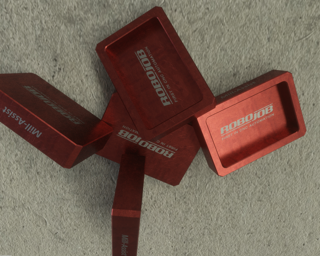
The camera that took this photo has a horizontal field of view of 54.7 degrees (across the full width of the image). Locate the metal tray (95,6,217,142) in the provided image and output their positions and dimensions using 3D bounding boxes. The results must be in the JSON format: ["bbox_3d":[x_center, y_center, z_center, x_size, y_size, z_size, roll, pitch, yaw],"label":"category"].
[{"bbox_3d":[-0.006,-0.060,0.355,0.090,0.030,0.130,-30,79,10],"label":"metal tray"}]

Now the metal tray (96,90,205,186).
[{"bbox_3d":[-0.016,0.013,0.413,0.131,0.030,0.089,24,108,-9],"label":"metal tray"}]

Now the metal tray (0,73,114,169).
[{"bbox_3d":[-0.128,-0.014,0.353,0.130,0.090,0.030,35,107,5],"label":"metal tray"}]

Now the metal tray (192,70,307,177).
[{"bbox_3d":[0.112,-0.007,0.390,0.131,0.030,0.090,-25,109,-7],"label":"metal tray"}]

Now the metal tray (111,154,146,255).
[{"bbox_3d":[-0.039,0.108,0.395,0.030,0.090,0.129,5,131,-2],"label":"metal tray"}]
